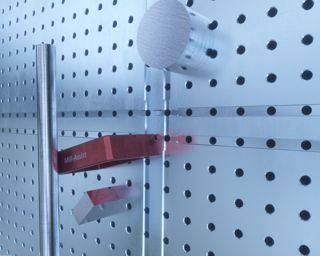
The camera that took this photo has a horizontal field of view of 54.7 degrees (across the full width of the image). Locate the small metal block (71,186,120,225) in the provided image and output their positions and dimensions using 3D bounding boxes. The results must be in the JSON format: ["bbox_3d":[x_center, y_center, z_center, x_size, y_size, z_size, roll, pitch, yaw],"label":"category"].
[{"bbox_3d":[-0.097,0.117,0.471,0.050,0.050,0.025,-51,60,27],"label":"small metal block"}]

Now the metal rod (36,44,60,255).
[{"bbox_3d":[-0.148,0.040,0.409,0.025,0.025,0.298,-3,88,39],"label":"metal rod"}]

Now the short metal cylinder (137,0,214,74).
[{"bbox_3d":[0.018,-0.109,0.377,0.080,0.050,0.079,0,90,39],"label":"short metal cylinder"}]

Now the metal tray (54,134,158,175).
[{"bbox_3d":[-0.080,0.038,0.430,0.130,0.091,0.030,-18,79,38],"label":"metal tray"}]
